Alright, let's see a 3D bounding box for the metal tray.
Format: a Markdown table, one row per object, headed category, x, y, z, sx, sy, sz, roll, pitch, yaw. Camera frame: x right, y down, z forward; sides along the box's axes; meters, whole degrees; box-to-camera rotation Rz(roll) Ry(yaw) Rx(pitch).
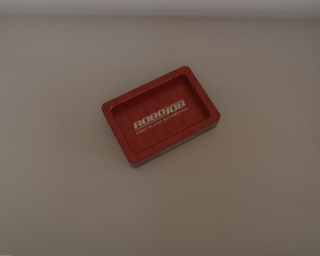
| category | x | y | z | sx | sy | sz | roll | pitch | yaw |
| --- | --- | --- | --- | --- | --- | --- | --- | --- | --- |
| metal tray | 0.001 | -0.016 | 0.410 | 0.131 | 0.030 | 0.090 | -27 | 73 | -10 |
